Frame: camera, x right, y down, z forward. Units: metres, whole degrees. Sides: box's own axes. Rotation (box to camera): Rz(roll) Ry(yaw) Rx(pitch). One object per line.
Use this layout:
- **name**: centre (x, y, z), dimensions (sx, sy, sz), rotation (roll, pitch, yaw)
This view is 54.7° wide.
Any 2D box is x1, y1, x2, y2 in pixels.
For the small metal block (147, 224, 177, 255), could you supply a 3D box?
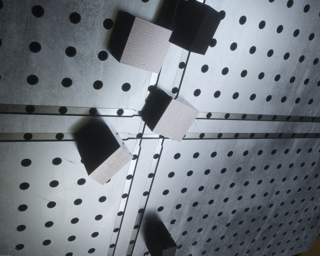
- **small metal block**: centre (0.002, 0.200, 0.522), dimensions (0.025, 0.050, 0.050), rotation (-5, 121, -26)

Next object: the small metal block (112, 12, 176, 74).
- **small metal block**: centre (-0.018, -0.093, 0.345), dimensions (0.050, 0.025, 0.050), rotation (10, 113, -33)

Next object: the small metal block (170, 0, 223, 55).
- **small metal block**: centre (0.042, -0.113, 0.351), dimensions (0.050, 0.025, 0.050), rotation (-14, 132, -62)

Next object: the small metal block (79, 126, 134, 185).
- **small metal block**: centre (-0.067, 0.033, 0.380), dimensions (0.050, 0.050, 0.025), rotation (-43, 130, 1)

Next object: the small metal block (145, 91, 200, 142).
- **small metal block**: centre (0.016, -0.014, 0.413), dimensions (0.050, 0.025, 0.050), rotation (22, 107, -37)
